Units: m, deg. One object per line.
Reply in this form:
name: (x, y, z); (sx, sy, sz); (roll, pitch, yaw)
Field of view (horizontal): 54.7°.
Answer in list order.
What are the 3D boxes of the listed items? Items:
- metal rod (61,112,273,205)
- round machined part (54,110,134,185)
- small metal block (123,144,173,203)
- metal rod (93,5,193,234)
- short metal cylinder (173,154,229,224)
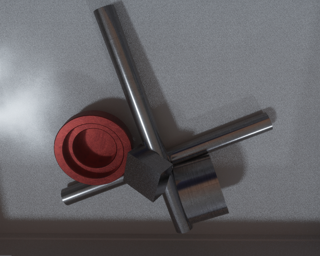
metal rod: (0.004, 0.045, 0.426); (0.301, 0.025, 0.025); (-21, 109, 7)
round machined part: (-0.084, 0.023, 0.408); (0.099, 0.042, 0.097); (0, 110, -1)
small metal block: (-0.016, 0.056, 0.386); (0.050, 0.025, 0.050); (31, 129, 23)
metal rod: (-0.016, -0.001, 0.390); (0.025, 0.025, 0.298); (-18, 102, 6)
short metal cylinder: (0.054, 0.081, 0.411); (0.050, 0.080, 0.080); (-19, 109, 6)
